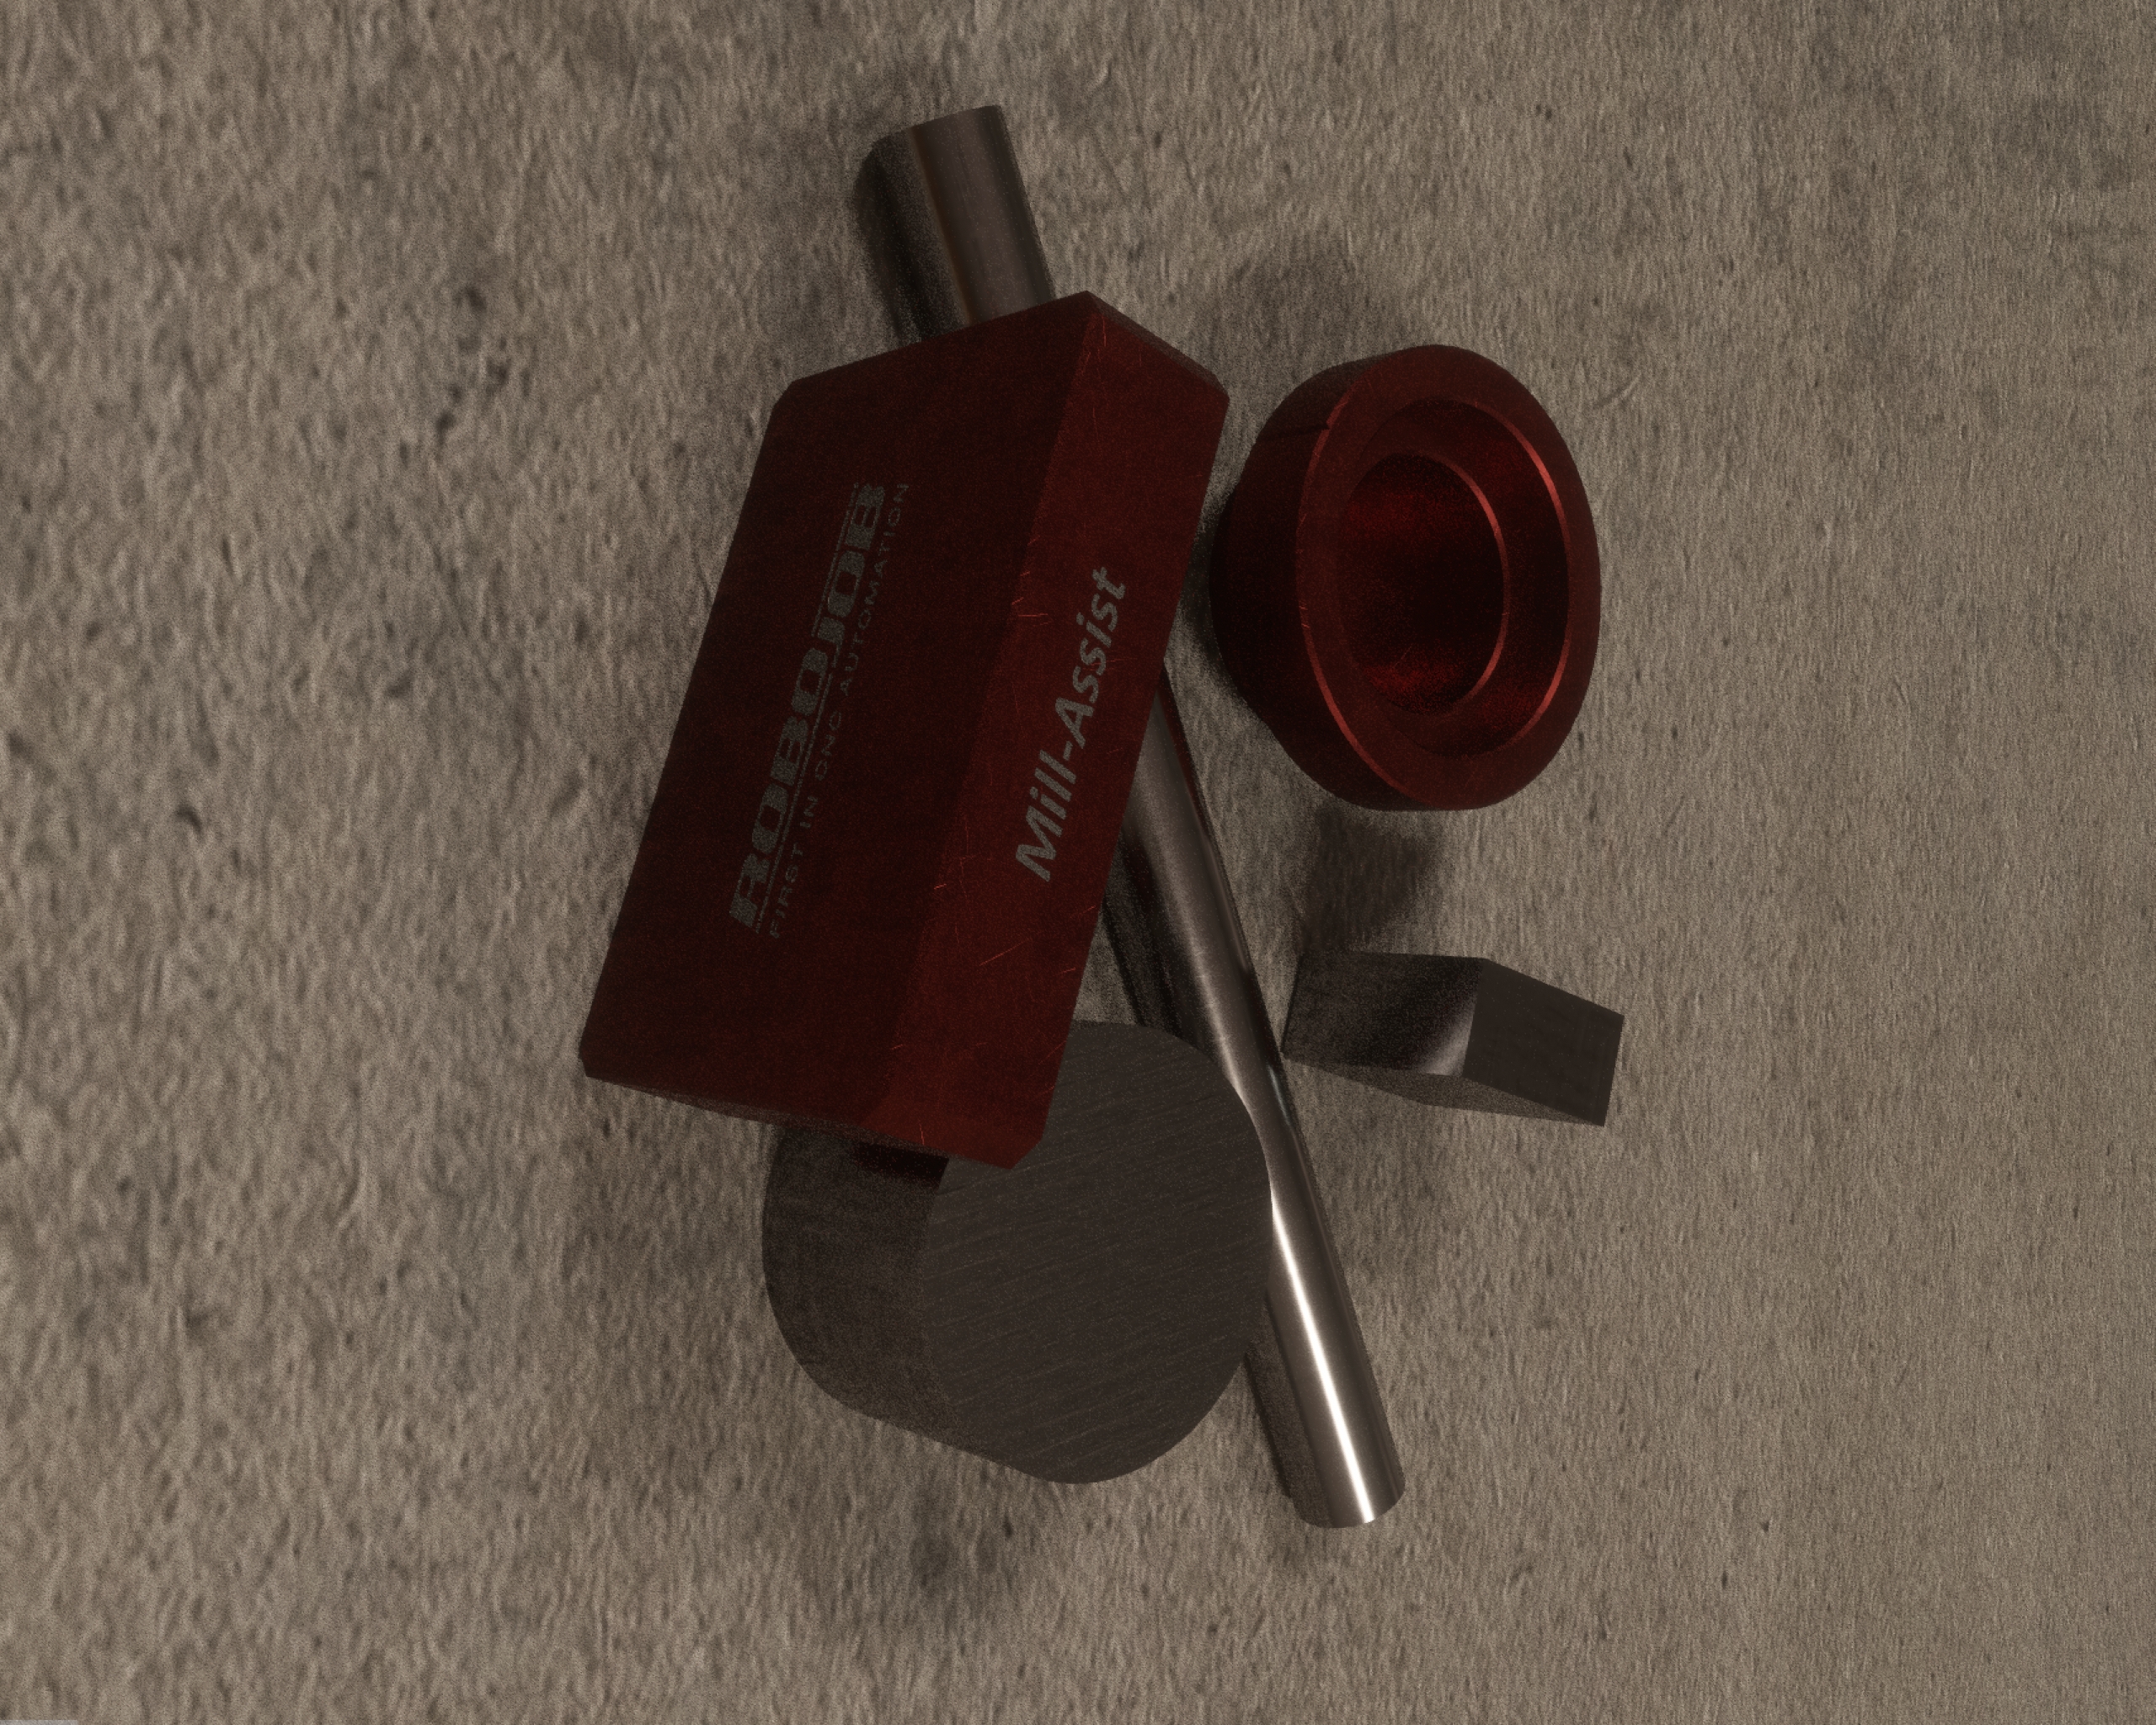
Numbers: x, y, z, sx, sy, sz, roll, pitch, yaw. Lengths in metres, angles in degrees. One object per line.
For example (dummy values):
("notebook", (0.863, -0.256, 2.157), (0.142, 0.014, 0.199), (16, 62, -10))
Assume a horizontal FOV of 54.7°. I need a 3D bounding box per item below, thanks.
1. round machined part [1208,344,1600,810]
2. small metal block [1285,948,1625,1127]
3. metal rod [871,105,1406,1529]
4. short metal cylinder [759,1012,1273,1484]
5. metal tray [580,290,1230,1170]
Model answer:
("round machined part", (0.067, -0.060, 0.453), (0.099, 0.042, 0.097), (0, 90, -40))
("small metal block", (0.083, 0.038, 0.458), (0.050, 0.050, 0.025), (21, 77, -38))
("metal rod", (0.017, 0.001, 0.423), (0.025, 0.025, 0.298), (-28, 108, -37))
("short metal cylinder", (-0.010, 0.068, 0.383), (0.081, 0.050, 0.079), (0, 90, -40))
("metal tray", (-0.030, -0.021, 0.340), (0.030, 0.090, 0.130), (24, 75, -38))
